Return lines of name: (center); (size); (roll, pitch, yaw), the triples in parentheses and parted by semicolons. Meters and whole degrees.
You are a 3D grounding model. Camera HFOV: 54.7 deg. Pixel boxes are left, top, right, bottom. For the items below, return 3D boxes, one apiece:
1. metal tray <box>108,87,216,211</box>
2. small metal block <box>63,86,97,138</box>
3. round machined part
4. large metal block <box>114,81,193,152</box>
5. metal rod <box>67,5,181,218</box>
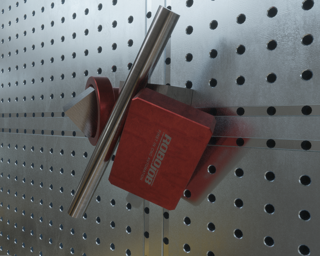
metal tray: (-0.001, 0.028, 0.362); (0.090, 0.030, 0.129); (24, 123, 5)
small metal block: (-0.099, -0.023, 0.436); (0.050, 0.050, 0.025); (-39, 30, -5)
round machined part: (-0.077, -0.024, 0.442); (0.098, 0.042, 0.097); (177, 90, -65)
large metal block: (-0.010, -0.016, 0.399); (0.080, 0.050, 0.079); (12, 97, 39)
metal rod: (-0.054, -0.004, 0.387); (0.025, 0.025, 0.298); (42, 115, 32)
